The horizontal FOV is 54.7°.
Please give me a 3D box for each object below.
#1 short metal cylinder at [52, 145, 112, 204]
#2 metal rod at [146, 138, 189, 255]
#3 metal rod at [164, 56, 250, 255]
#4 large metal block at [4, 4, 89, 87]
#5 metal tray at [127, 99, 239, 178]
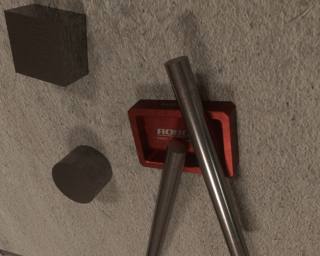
[{"bbox_3d":[-0.125,0.075,0.501,0.080,0.050,0.079,13,124,20],"label":"short metal cylinder"},{"bbox_3d":[0.003,0.128,0.458,0.025,0.025,0.298,23,134,14],"label":"metal rod"},{"bbox_3d":[0.066,0.061,0.369,0.025,0.025,0.298,-7,115,31],"label":"metal rod"},{"bbox_3d":[-0.142,-0.107,0.397,0.080,0.050,0.079,18,125,17],"label":"large metal block"},{"bbox_3d":[0.030,0.011,0.393,0.130,0.030,0.089,4,120,26],"label":"metal tray"}]
